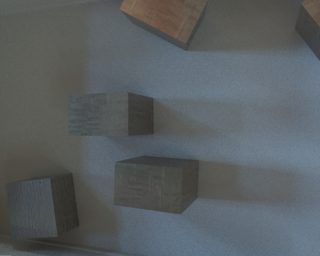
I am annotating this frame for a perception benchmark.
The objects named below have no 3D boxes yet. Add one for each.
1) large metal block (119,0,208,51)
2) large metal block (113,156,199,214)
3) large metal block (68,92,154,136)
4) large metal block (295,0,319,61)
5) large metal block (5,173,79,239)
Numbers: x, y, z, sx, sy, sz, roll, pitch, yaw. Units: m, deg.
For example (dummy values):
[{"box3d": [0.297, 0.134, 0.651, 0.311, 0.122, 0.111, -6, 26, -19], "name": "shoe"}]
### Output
[{"box3d": [0.007, -0.137, 0.368, 0.080, 0.080, 0.050, 28, 100, 1], "name": "large metal block"}, {"box3d": [-0.001, 0.065, 0.381, 0.080, 0.080, 0.050, 3, 91, 19], "name": "large metal block"}, {"box3d": [-0.060, -0.016, 0.401, 0.080, 0.080, 0.050, 0, 90, 19], "name": "large metal block"}, {"box3d": [0.191, -0.118, 0.314, 0.080, 0.080, 0.050, -34, 79, 16], "name": "large metal block"}, {"box3d": [-0.173, 0.114, 0.456, 0.080, 0.050, 0.080, -9, 87, 19], "name": "large metal block"}]
